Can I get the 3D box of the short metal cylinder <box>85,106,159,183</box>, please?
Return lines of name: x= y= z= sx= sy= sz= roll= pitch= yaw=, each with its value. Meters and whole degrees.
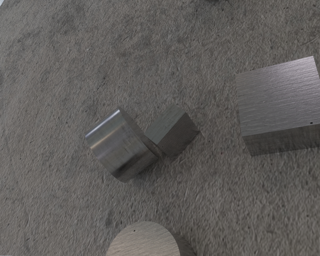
short metal cylinder: x=-0.045 y=0.020 z=0.380 sx=0.050 sy=0.080 sz=0.080 roll=-38 pitch=51 yaw=3

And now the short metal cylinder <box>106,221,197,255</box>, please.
short metal cylinder: x=-0.008 y=0.139 z=0.307 sx=0.080 sy=0.050 sz=0.080 roll=-13 pitch=56 yaw=21

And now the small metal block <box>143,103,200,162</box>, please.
small metal block: x=0.016 y=0.006 z=0.376 sx=0.050 sy=0.050 sz=0.025 roll=-49 pitch=51 yaw=-6

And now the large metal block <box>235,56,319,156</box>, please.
large metal block: x=0.130 y=-0.021 z=0.333 sx=0.080 sy=0.050 sz=0.080 roll=-11 pitch=57 yaw=22
